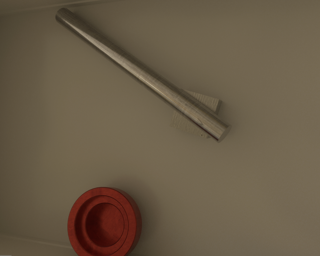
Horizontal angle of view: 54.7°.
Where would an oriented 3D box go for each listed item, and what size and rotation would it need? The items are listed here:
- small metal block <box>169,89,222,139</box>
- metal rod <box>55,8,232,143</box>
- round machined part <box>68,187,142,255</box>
[{"bbox_3d":[0.046,-0.018,0.394,0.050,0.025,0.050,18,96,18],"label":"small metal block"},{"bbox_3d":[-0.036,-0.080,0.404,0.300,0.025,0.025,39,102,22],"label":"metal rod"},{"bbox_3d":[-0.070,0.130,0.418,0.098,0.042,0.098,-3,78,16],"label":"round machined part"}]
